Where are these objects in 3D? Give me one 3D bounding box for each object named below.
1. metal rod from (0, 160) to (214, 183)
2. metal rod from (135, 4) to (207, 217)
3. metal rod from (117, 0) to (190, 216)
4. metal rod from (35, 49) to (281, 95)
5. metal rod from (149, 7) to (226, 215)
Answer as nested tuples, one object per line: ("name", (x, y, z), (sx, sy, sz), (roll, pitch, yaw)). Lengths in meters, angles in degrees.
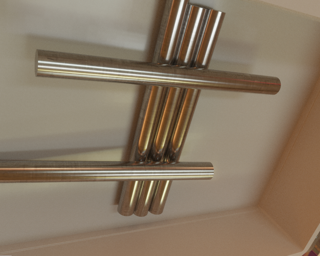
("metal rod", (-0.071, 0.053, 0.377), (0.302, 0.025, 0.025), (3, 117, -22))
("metal rod", (0.005, -0.005, 0.407), (0.025, 0.025, 0.298), (1, 118, -29))
("metal rod", (-0.015, -0.010, 0.393), (0.025, 0.025, 0.298), (0, 118, -29))
("metal rod", (0.022, -0.058, 0.350), (0.303, 0.025, 0.025), (0, 118, -28))
("metal rod", (0.028, -0.005, 0.418), (0.025, 0.025, 0.298), (1, 118, -29))
